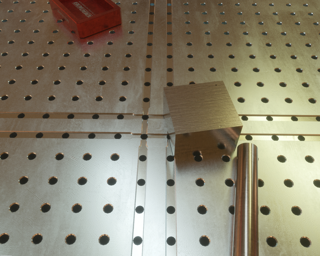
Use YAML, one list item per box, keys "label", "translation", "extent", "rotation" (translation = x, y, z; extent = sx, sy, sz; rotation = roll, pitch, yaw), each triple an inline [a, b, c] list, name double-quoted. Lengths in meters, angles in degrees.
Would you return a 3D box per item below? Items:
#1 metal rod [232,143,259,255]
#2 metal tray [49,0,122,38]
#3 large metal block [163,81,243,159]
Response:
- label: "metal rod"
  translation: [0.080, 0.139, 0.291]
  extent: [0.025, 0.025, 0.300]
  rotation: [9, 50, 7]
- label: "metal tray"
  translation: [-0.144, -0.229, 0.595]
  extent: [0.091, 0.030, 0.130]
  rotation: [-30, 56, -23]
- label: "large metal block"
  translation: [0.051, -0.012, 0.402]
  extent: [0.081, 0.050, 0.080]
  rotation: [-7, 50, -6]
